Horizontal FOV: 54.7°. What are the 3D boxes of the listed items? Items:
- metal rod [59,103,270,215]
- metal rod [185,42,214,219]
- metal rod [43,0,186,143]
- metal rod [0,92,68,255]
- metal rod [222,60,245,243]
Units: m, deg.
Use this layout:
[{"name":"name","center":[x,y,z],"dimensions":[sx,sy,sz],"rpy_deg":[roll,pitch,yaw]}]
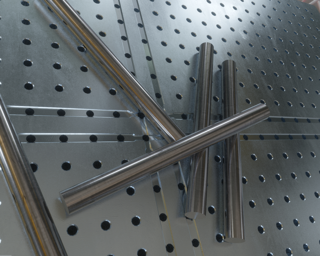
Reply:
[{"name":"metal rod","center":[0.027,0.026,0.382],"dimensions":[0.302,0.025,0.025],"rpy_deg":[-22,74,-28]},{"name":"metal rod","center":[0.062,-0.017,0.453],"dimensions":[0.025,0.025,0.300],"rpy_deg":[21,54,-16]},{"name":"metal rod","center":[-0.068,-0.089,0.426],"dimensions":[0.300,0.025,0.025],"rpy_deg":[49,51,6]},{"name":"metal rod","center":[-0.120,0.080,0.295],"dimensions":[0.025,0.025,0.299],"rpy_deg":[-18,72,-35]},{"name":"metal rod","center":[0.105,0.013,0.459],"dimensions":[0.025,0.025,0.300],"rpy_deg":[19,54,-18]}]
